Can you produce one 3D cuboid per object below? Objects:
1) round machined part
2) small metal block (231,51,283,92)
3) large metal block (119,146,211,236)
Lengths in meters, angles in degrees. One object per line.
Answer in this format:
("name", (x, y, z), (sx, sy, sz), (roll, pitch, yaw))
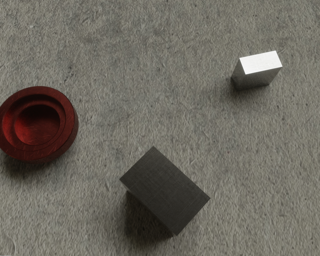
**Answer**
("round machined part", (-0.154, -0.001, 0.398), (0.099, 0.042, 0.098), (0, 70, -1))
("small metal block", (0.131, -0.077, 0.425), (0.050, 0.050, 0.025), (-13, 71, -5))
("large metal block", (0.004, 0.075, 0.352), (0.080, 0.080, 0.050), (42, 75, 13))
